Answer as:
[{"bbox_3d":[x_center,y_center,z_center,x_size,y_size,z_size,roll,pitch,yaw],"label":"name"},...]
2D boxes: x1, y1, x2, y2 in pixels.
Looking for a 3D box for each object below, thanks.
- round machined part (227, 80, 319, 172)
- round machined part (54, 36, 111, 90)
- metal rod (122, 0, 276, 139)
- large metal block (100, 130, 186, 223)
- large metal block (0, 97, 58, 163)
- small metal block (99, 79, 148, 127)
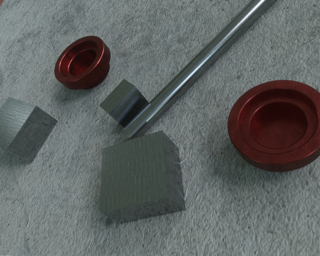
[{"bbox_3d":[0.125,0.001,0.327,0.098,0.042,0.098,-13,56,21],"label":"round machined part"},{"bbox_3d":[-0.125,-0.104,0.522,0.098,0.042,0.098,-13,56,21],"label":"round machined part"},{"bbox_3d":[0.062,-0.095,0.429,0.300,0.025,0.025,-45,51,-4],"label":"metal rod"},{"bbox_3d":[-0.021,0.059,0.363,0.080,0.050,0.080,-17,55,18],"label":"large metal block"},{"bbox_3d":[-0.230,0.002,0.508,0.080,0.050,0.080,16,70,34],"label":"large metal block"},{"bbox_3d":[-0.047,-0.031,0.432,0.050,0.050,0.025,-49,51,-6],"label":"small metal block"}]
